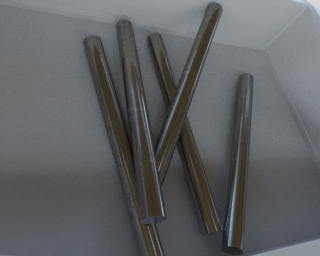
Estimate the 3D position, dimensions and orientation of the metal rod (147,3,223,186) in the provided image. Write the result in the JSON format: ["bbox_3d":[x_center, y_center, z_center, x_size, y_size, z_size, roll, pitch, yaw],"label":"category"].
[{"bbox_3d":[0.039,-0.062,0.423,0.025,0.025,0.300,27,63,-12],"label":"metal rod"}]

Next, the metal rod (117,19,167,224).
[{"bbox_3d":[-0.030,-0.032,0.389,0.025,0.025,0.299,7,53,-25],"label":"metal rod"}]

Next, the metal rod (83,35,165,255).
[{"bbox_3d":[-0.049,0.012,0.371,0.025,0.025,0.299,-5,64,-31],"label":"metal rod"}]

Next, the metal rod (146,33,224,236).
[{"bbox_3d":[0.027,-0.009,0.424,0.025,0.025,0.299,-1,62,-29],"label":"metal rod"}]

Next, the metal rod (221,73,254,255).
[{"bbox_3d":[0.116,0.027,0.444,0.025,0.025,0.300,27,50,-12],"label":"metal rod"}]
